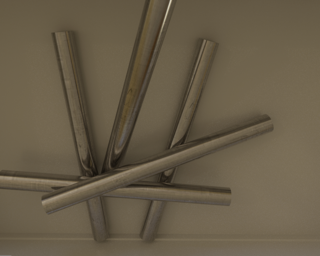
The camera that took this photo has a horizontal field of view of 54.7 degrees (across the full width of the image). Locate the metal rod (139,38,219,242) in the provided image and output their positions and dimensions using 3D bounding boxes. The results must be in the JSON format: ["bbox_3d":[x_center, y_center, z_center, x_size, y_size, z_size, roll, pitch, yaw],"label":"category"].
[{"bbox_3d":[0.020,0.030,0.422,0.025,0.025,0.298,14,109,-6],"label":"metal rod"}]

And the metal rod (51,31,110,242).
[{"bbox_3d":[-0.102,0.025,0.418,0.025,0.025,0.298,-5,110,1],"label":"metal rod"}]

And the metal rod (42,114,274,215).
[{"bbox_3d":[0.002,0.044,0.394,0.302,0.025,0.025,-20,110,-6],"label":"metal rod"}]

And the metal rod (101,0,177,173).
[{"bbox_3d":[-0.030,-0.031,0.335,0.025,0.025,0.298,16,134,-7],"label":"metal rod"}]

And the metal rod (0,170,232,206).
[{"bbox_3d":[-0.057,0.080,0.412,0.302,0.025,0.025,5,110,-3],"label":"metal rod"}]
